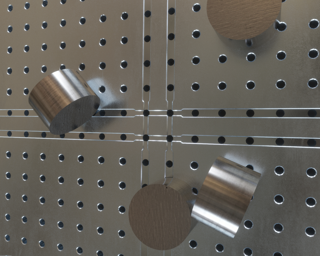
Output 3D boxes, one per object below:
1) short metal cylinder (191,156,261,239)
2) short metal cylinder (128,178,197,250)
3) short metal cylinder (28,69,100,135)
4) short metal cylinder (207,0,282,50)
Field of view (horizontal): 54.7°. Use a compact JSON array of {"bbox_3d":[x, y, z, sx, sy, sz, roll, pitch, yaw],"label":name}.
[{"bbox_3d":[0.076,0.078,0.356,0.050,0.080,0.080,24,98,18],"label":"short metal cylinder"},{"bbox_3d":[0.007,0.107,0.397,0.080,0.050,0.079,0,90,20],"label":"short metal cylinder"},{"bbox_3d":[-0.131,-0.035,0.430,0.080,0.080,0.050,-44,77,15],"label":"short metal cylinder"},{"bbox_3d":[0.100,-0.137,0.364,0.080,0.050,0.080,0,90,20],"label":"short metal cylinder"}]
